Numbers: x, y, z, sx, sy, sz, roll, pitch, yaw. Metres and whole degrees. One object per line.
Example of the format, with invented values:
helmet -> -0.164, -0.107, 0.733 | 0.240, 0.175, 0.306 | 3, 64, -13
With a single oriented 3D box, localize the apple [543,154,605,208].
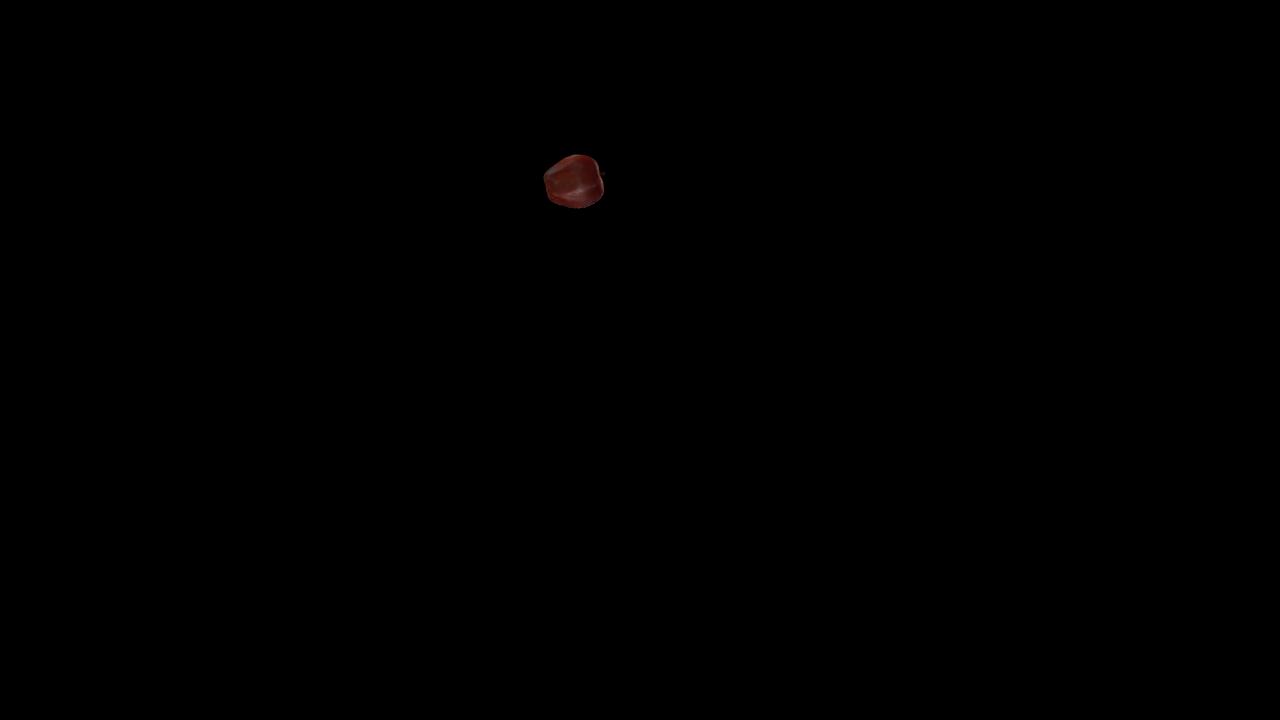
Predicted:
apple -> -0.097, -0.270, 0.932 | 0.093, 0.079, 0.079 | -15, 1, -5
